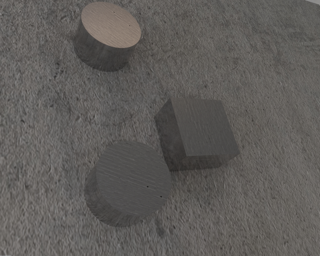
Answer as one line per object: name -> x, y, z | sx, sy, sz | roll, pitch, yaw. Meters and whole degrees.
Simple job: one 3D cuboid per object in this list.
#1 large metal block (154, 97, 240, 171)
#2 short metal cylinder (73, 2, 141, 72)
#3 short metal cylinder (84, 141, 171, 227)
large metal block -> 0.047, 0.009, 0.407 | 0.081, 0.050, 0.080 | 0, 62, -28
short metal cylinder -> -0.073, -0.124, 0.424 | 0.081, 0.050, 0.080 | 14, 56, -21
short metal cylinder -> -0.035, 0.060, 0.332 | 0.081, 0.050, 0.080 | 14, 56, -21
